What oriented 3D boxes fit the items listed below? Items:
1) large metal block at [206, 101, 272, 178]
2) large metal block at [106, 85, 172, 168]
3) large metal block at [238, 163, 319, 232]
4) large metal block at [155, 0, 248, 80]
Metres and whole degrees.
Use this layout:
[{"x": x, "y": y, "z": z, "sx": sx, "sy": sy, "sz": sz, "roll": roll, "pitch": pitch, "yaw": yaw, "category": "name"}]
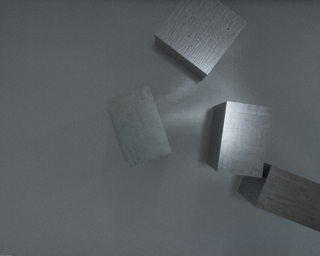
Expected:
[{"x": 0.094, "y": 0.013, "z": 0.384, "sx": 0.050, "sy": 0.080, "sz": 0.080, "roll": 8, "pitch": 90, "yaw": 0, "category": "large metal block"}, {"x": -0.023, "y": -0.002, "z": 0.384, "sx": 0.050, "sy": 0.080, "sz": 0.080, "roll": -19, "pitch": 90, "yaw": 0, "category": "large metal block"}, {"x": 0.153, "y": 0.079, "z": 0.385, "sx": 0.080, "sy": 0.080, "sz": 0.050, "roll": 21, "pitch": 90, "yaw": 0, "category": "large metal block"}, {"x": 0.050, "y": -0.120, "z": 0.399, "sx": 0.080, "sy": 0.050, "sz": 0.080, "roll": 37, "pitch": 90, "yaw": 0, "category": "large metal block"}]
